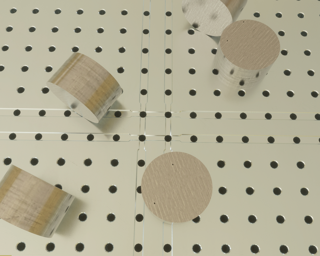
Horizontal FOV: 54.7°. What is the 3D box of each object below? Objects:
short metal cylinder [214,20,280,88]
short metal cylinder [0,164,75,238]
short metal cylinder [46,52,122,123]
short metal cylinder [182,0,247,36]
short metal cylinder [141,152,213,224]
[{"bbox_3d":[0.121,-0.104,0.438,0.081,0.050,0.080,0,70,0],"label":"short metal cylinder"},{"bbox_3d":[-0.145,0.082,0.351,0.080,0.080,0.050,25,72,8],"label":"short metal cylinder"},{"bbox_3d":[-0.097,-0.051,0.400,0.080,0.080,0.050,32,73,10],"label":"short metal cylinder"},{"bbox_3d":[0.079,-0.181,0.450,0.080,0.080,0.050,29,73,9],"label":"short metal cylinder"},{"bbox_3d":[0.019,0.073,0.372,0.081,0.050,0.080,0,70,0],"label":"short metal cylinder"}]
